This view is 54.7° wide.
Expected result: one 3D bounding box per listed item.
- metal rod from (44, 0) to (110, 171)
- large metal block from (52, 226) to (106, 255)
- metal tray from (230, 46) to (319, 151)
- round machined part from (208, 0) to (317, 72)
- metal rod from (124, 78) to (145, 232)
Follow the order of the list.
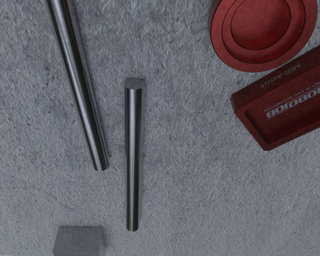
[{"bbox_3d":[-0.094,-0.060,0.354,0.025,0.025,0.298,-3,130,2],"label":"metal rod"},{"bbox_3d":[-0.148,0.229,0.584,0.081,0.050,0.079,1,130,-1],"label":"large metal block"},{"bbox_3d":[0.166,-0.033,0.378,0.130,0.030,0.090,-30,124,23],"label":"metal tray"},{"bbox_3d":[0.096,-0.108,0.306,0.099,0.042,0.097,-1,130,0],"label":"round machined part"},{"bbox_3d":[-0.039,0.061,0.458,0.025,0.025,0.298,2,130,-3],"label":"metal rod"}]
